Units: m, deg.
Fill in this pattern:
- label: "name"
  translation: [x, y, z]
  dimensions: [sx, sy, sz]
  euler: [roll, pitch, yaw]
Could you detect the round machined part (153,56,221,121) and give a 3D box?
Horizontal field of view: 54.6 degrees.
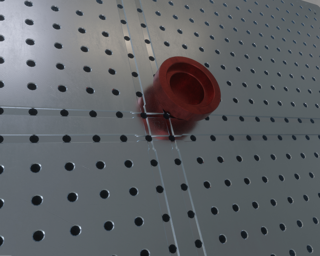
- label: "round machined part"
  translation: [0.035, -0.052, 0.447]
  dimensions: [0.099, 0.042, 0.098]
  euler: [13, 56, -21]
